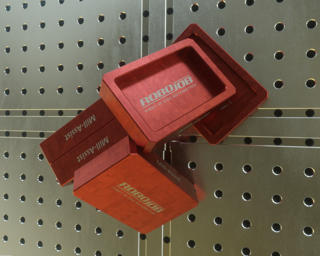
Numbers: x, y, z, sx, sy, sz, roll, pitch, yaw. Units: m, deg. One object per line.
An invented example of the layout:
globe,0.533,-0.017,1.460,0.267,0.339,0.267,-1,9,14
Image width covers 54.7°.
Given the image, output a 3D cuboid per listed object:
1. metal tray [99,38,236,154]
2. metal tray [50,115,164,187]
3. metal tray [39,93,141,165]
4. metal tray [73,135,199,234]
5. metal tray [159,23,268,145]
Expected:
metal tray,0.011,-0.041,0.348,0.131,0.030,0.090,-31,76,-29
metal tray,-0.062,0.025,0.397,0.130,0.090,0.030,-34,79,16
metal tray,-0.078,0.000,0.404,0.130,0.090,0.030,-34,79,16
metal tray,-0.026,0.074,0.371,0.090,0.130,0.030,-34,38,17
metal tray,0.057,-0.054,0.388,0.090,0.030,0.130,-45,77,14
